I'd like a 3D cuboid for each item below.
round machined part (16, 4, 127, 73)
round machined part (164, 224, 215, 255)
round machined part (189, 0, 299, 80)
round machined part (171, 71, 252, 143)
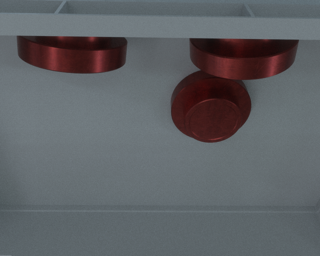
[{"bbox_3d":[-0.080,-0.087,0.288,0.099,0.098,0.042,6,118,-6],"label":"round machined part"},{"bbox_3d":[0.057,0.230,0.597,0.099,0.042,0.097,0,130,0],"label":"round machined part"},{"bbox_3d":[0.076,-0.088,0.287,0.099,0.098,0.042,-4,130,3],"label":"round machined part"},{"bbox_3d":[0.063,-0.020,0.381,0.099,0.042,0.097,0,130,0],"label":"round machined part"}]
